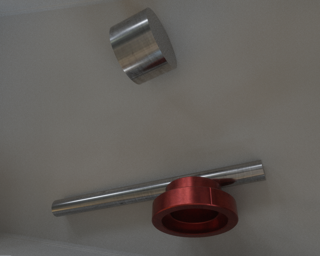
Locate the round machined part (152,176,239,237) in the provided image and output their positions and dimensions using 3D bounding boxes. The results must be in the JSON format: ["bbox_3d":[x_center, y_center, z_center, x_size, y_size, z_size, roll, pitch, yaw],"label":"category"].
[{"bbox_3d":[0.040,0.092,0.367,0.098,0.098,0.042,-15,48,19],"label":"round machined part"}]

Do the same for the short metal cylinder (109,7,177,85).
[{"bbox_3d":[-0.019,-0.101,0.387,0.050,0.080,0.080,-22,83,18],"label":"short metal cylinder"}]

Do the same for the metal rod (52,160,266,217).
[{"bbox_3d":[-0.015,0.085,0.414,0.301,0.025,0.025,-14,85,19],"label":"metal rod"}]
